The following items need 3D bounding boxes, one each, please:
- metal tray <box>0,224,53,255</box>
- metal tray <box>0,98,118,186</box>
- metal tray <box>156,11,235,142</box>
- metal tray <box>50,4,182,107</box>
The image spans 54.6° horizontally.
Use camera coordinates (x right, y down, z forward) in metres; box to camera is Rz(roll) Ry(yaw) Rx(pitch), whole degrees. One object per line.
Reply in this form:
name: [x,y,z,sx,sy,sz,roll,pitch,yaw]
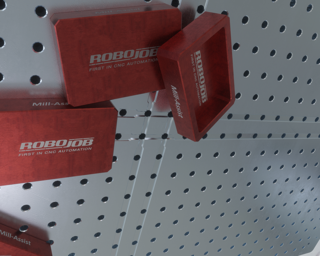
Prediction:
metal tray: [-0.216,0.169,0.393,0.090,0.030,0.130,-43,129,2]
metal tray: [-0.118,0.013,0.351,0.131,0.030,0.089,-4,120,-27]
metal tray: [0.049,-0.057,0.369,0.090,0.030,0.130,-44,140,-25]
metal tray: [-0.042,-0.080,0.335,0.131,0.030,0.089,-14,124,-21]
